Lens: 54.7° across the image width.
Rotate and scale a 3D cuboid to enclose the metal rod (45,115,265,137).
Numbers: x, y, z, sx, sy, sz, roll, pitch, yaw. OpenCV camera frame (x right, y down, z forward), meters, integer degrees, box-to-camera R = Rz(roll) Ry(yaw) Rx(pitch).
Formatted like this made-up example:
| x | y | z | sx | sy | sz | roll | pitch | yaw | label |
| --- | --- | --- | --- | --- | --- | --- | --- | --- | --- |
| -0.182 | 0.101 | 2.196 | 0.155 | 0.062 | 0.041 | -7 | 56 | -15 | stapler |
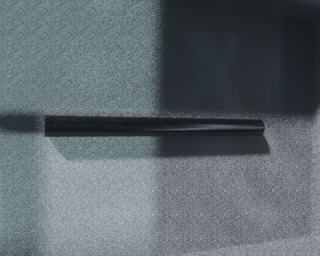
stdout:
| x | y | z | sx | sy | sz | roll | pitch | yaw | label |
| --- | --- | --- | --- | --- | --- | --- | --- | --- | --- |
| 0.008 | -0.001 | 0.412 | 0.303 | 0.025 | 0.025 | 0 | 90 | -21 | metal rod |
